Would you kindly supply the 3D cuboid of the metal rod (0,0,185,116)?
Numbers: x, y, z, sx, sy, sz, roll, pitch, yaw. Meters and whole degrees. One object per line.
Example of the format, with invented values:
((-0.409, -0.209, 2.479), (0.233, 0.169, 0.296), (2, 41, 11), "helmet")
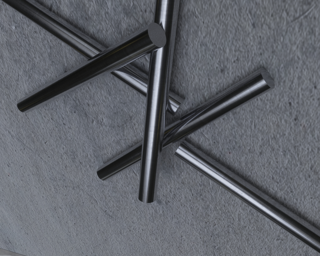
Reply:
((-0.101, -0.108, 0.392), (0.301, 0.025, 0.025), (34, 129, 5), "metal rod")

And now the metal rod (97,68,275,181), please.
((0.010, 0.011, 0.408), (0.299, 0.025, 0.025), (-32, 101, 38), "metal rod")

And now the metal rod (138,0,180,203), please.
((-0.002, -0.043, 0.351), (0.025, 0.025, 0.298), (15, 116, 19), "metal rod")

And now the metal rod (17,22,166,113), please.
((-0.110, -0.063, 0.400), (0.299, 0.025, 0.025), (-14, 112, 42), "metal rod")

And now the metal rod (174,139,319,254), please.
((0.149, 0.109, 0.394), (0.301, 0.025, 0.025), (34, 129, 5), "metal rod")
